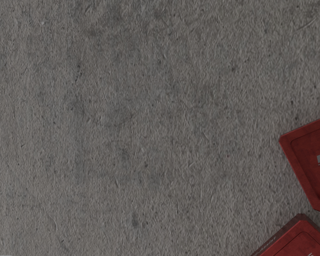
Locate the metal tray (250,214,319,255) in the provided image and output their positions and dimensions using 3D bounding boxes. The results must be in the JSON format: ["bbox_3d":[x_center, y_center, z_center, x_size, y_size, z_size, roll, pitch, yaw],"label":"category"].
[{"bbox_3d":[0.150,0.174,0.353,0.090,0.030,0.130,45,104,14],"label":"metal tray"}]

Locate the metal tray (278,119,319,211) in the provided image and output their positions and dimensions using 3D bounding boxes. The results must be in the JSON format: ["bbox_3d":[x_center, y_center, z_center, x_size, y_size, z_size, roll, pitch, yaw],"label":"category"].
[{"bbox_3d":[0.208,0.023,0.332,0.130,0.030,0.090,-27,81,18],"label":"metal tray"}]
